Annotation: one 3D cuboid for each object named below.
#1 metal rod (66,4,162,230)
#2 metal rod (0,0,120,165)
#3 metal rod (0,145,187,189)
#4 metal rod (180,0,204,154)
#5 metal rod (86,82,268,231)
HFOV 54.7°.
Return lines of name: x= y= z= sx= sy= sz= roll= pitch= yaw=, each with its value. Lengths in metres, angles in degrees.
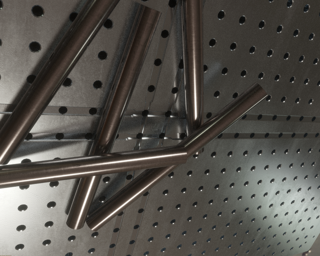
metal rod: x=-0.064 y=0.002 z=0.378 sx=0.025 sy=0.025 sz=0.298 roll=9 pitch=114 yaw=-33
metal rod: x=-0.086 y=-0.085 z=0.312 sx=0.025 sy=0.025 sz=0.299 roll=30 pitch=101 yaw=-38
metal rod: x=-0.114 y=0.048 z=0.354 sx=0.303 sy=0.025 sz=0.025 roll=-5 pitch=121 yaw=-17
metal rod: x=0.040 y=-0.091 z=0.378 sx=0.025 sy=0.025 sz=0.298 roll=-19 pitch=126 yaw=-18
metal rod: x=0.017 y=0.044 z=0.424 sx=0.300 sy=0.025 sz=0.025 roll=-39 pitch=130 yaw=8
